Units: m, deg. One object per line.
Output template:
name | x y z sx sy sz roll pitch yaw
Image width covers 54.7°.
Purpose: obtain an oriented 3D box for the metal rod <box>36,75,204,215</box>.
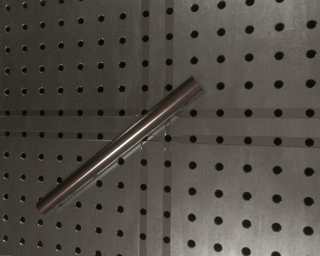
metal rod | -0.065 0.032 0.434 0.300 0.025 0.025 -38 78 15
